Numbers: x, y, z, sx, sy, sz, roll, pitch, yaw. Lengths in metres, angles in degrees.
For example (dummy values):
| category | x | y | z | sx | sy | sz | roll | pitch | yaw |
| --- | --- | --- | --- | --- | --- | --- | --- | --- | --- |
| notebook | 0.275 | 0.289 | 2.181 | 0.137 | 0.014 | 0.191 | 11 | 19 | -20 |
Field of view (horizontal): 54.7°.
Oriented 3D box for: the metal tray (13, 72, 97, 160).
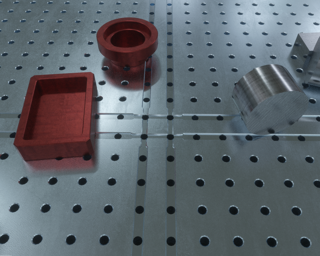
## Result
| category | x | y | z | sx | sy | sz | roll | pitch | yaw |
| --- | --- | --- | --- | --- | --- | --- | --- | --- | --- |
| metal tray | -0.135 | -0.021 | 0.420 | 0.091 | 0.030 | 0.130 | -4 | 50 | -4 |

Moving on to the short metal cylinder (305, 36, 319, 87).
| category | x | y | z | sx | sy | sz | roll | pitch | yaw |
| --- | --- | --- | --- | --- | --- | --- | --- | --- | --- |
| short metal cylinder | 0.254 | -0.098 | 0.456 | 0.050 | 0.080 | 0.080 | 17 | 52 | 13 |

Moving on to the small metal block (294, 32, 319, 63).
| category | x | y | z | sx | sy | sz | roll | pitch | yaw |
| --- | --- | --- | --- | --- | --- | --- | --- | --- | --- |
| small metal block | 0.263 | -0.136 | 0.524 | 0.050 | 0.025 | 0.050 | -3 | 50 | -3 |

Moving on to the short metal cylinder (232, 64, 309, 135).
| category | x | y | z | sx | sy | sz | roll | pitch | yaw |
| --- | --- | --- | --- | --- | --- | --- | --- | --- | --- |
| short metal cylinder | 0.141 | -0.035 | 0.402 | 0.081 | 0.080 | 0.050 | -9 | 51 | -8 |

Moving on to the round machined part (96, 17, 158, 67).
| category | x | y | z | sx | sy | sz | roll | pitch | yaw |
| --- | --- | --- | --- | --- | --- | --- | --- | --- | --- |
| round machined part | -0.052 | -0.138 | 0.512 | 0.099 | 0.042 | 0.098 | 0 | 50 | 0 |
